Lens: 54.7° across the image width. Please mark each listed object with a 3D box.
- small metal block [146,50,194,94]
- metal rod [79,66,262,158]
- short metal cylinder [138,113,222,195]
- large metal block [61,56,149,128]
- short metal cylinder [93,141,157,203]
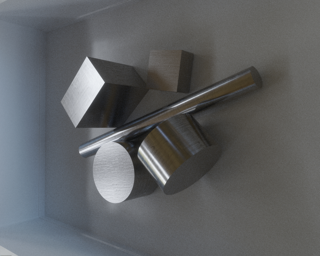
[{"bbox_3d":[0.012,-0.072,0.393,0.050,0.025,0.050,11,97,39],"label":"small metal block"},{"bbox_3d":[-0.010,-0.008,0.412,0.299,0.025,0.025,-22,76,37],"label":"metal rod"},{"bbox_3d":[0.022,0.030,0.349,0.050,0.081,0.080,50,119,28],"label":"short metal cylinder"},{"bbox_3d":[-0.076,-0.046,0.430,0.080,0.081,0.050,-51,61,28],"label":"large metal block"},{"bbox_3d":[-0.046,0.058,0.424,0.080,0.050,0.079,0,90,39],"label":"short metal cylinder"}]
